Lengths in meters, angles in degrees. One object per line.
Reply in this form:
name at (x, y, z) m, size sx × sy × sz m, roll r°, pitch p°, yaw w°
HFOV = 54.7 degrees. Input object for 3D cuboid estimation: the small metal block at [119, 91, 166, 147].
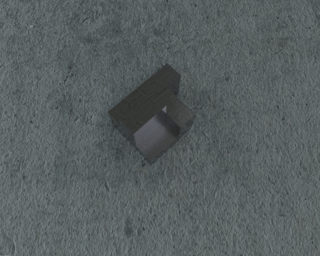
small metal block at (-0.020, -0.010, 0.373) m, size 0.050 × 0.050 × 0.025 m, roll -42°, pitch 76°, yaw -14°

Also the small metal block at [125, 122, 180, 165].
small metal block at (-0.010, 0.012, 0.405) m, size 0.050 × 0.025 × 0.050 m, roll -41°, pitch 75°, yaw -14°

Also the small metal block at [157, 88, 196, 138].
small metal block at (0.017, -0.017, 0.402) m, size 0.025 × 0.050 × 0.050 m, roll -41°, pitch 76°, yaw -14°

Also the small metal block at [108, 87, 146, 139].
small metal block at (-0.037, -0.019, 0.402) m, size 0.050 × 0.050 × 0.025 m, roll -42°, pitch 76°, yaw -14°

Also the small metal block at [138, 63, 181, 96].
small metal block at (0.000, -0.051, 0.414) m, size 0.050 × 0.050 × 0.025 m, roll -42°, pitch 76°, yaw -14°
